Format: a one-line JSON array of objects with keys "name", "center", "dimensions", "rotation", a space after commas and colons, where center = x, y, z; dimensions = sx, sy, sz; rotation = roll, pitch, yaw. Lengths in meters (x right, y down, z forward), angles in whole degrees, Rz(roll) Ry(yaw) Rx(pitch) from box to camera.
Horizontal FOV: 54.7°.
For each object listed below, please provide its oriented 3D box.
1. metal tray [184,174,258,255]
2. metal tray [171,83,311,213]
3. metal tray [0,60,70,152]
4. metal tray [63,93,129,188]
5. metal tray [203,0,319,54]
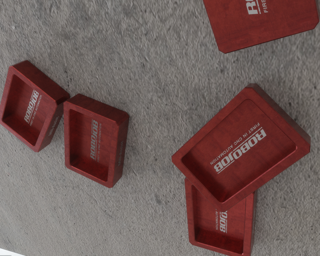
[{"name": "metal tray", "center": [0.085, 0.119, 0.432], "dimensions": [0.090, 0.030, 0.129], "rotation": [8, 122, 24]}, {"name": "metal tray", "center": [0.087, 0.025, 0.350], "dimensions": [0.090, 0.030, 0.129], "rotation": [47, 119, 6]}, {"name": "metal tray", "center": [-0.204, -0.030, 0.492], "dimensions": [0.090, 0.030, 0.129], "rotation": [39, 129, 1]}, {"name": "metal tray", "center": [-0.099, 0.022, 0.469], "dimensions": [0.090, 0.030, 0.129], "rotation": [22, 127, 15]}, {"name": "metal tray", "center": [0.080, -0.141, 0.274], "dimensions": [0.090, 0.030, 0.129], "rotation": [-10, 114, 32]}]
